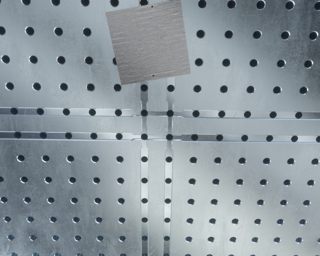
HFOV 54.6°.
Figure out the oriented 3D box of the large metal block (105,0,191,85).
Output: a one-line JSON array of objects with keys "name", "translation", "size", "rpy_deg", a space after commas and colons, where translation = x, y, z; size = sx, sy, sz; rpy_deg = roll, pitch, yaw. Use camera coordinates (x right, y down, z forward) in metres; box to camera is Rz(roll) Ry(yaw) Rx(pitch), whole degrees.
[{"name": "large metal block", "translation": [-0.011, -0.101, 0.363], "size": [0.080, 0.050, 0.080], "rpy_deg": [-9, 110, 3]}]
